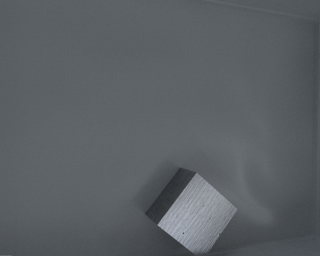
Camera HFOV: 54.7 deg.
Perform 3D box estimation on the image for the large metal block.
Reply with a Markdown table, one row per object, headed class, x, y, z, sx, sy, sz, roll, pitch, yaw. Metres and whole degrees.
| class | x | y | z | sx | sy | sz | roll | pitch | yaw |
| --- | --- | --- | --- | --- | --- | --- | --- | --- | --- |
| large metal block | 0.041 | 0.112 | 0.414 | 0.080 | 0.050 | 0.080 | 43 | 76 | -16 |
